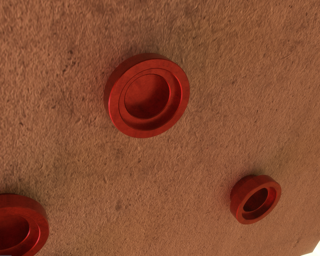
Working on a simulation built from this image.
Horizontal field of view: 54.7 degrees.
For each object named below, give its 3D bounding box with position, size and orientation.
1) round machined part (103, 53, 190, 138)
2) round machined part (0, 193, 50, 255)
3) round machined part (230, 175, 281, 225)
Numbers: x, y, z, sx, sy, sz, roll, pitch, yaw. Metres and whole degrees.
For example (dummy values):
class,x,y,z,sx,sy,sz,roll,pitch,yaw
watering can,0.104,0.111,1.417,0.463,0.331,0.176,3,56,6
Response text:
class,x,y,z,sx,sy,sz,roll,pitch,yaw
round machined part,-0.018,-0.040,0.361,0.099,0.042,0.097,-14,124,-21
round machined part,-0.186,0.117,0.367,0.099,0.042,0.097,-14,124,-21
round machined part,0.168,0.124,0.564,0.099,0.042,0.097,-14,124,-21
